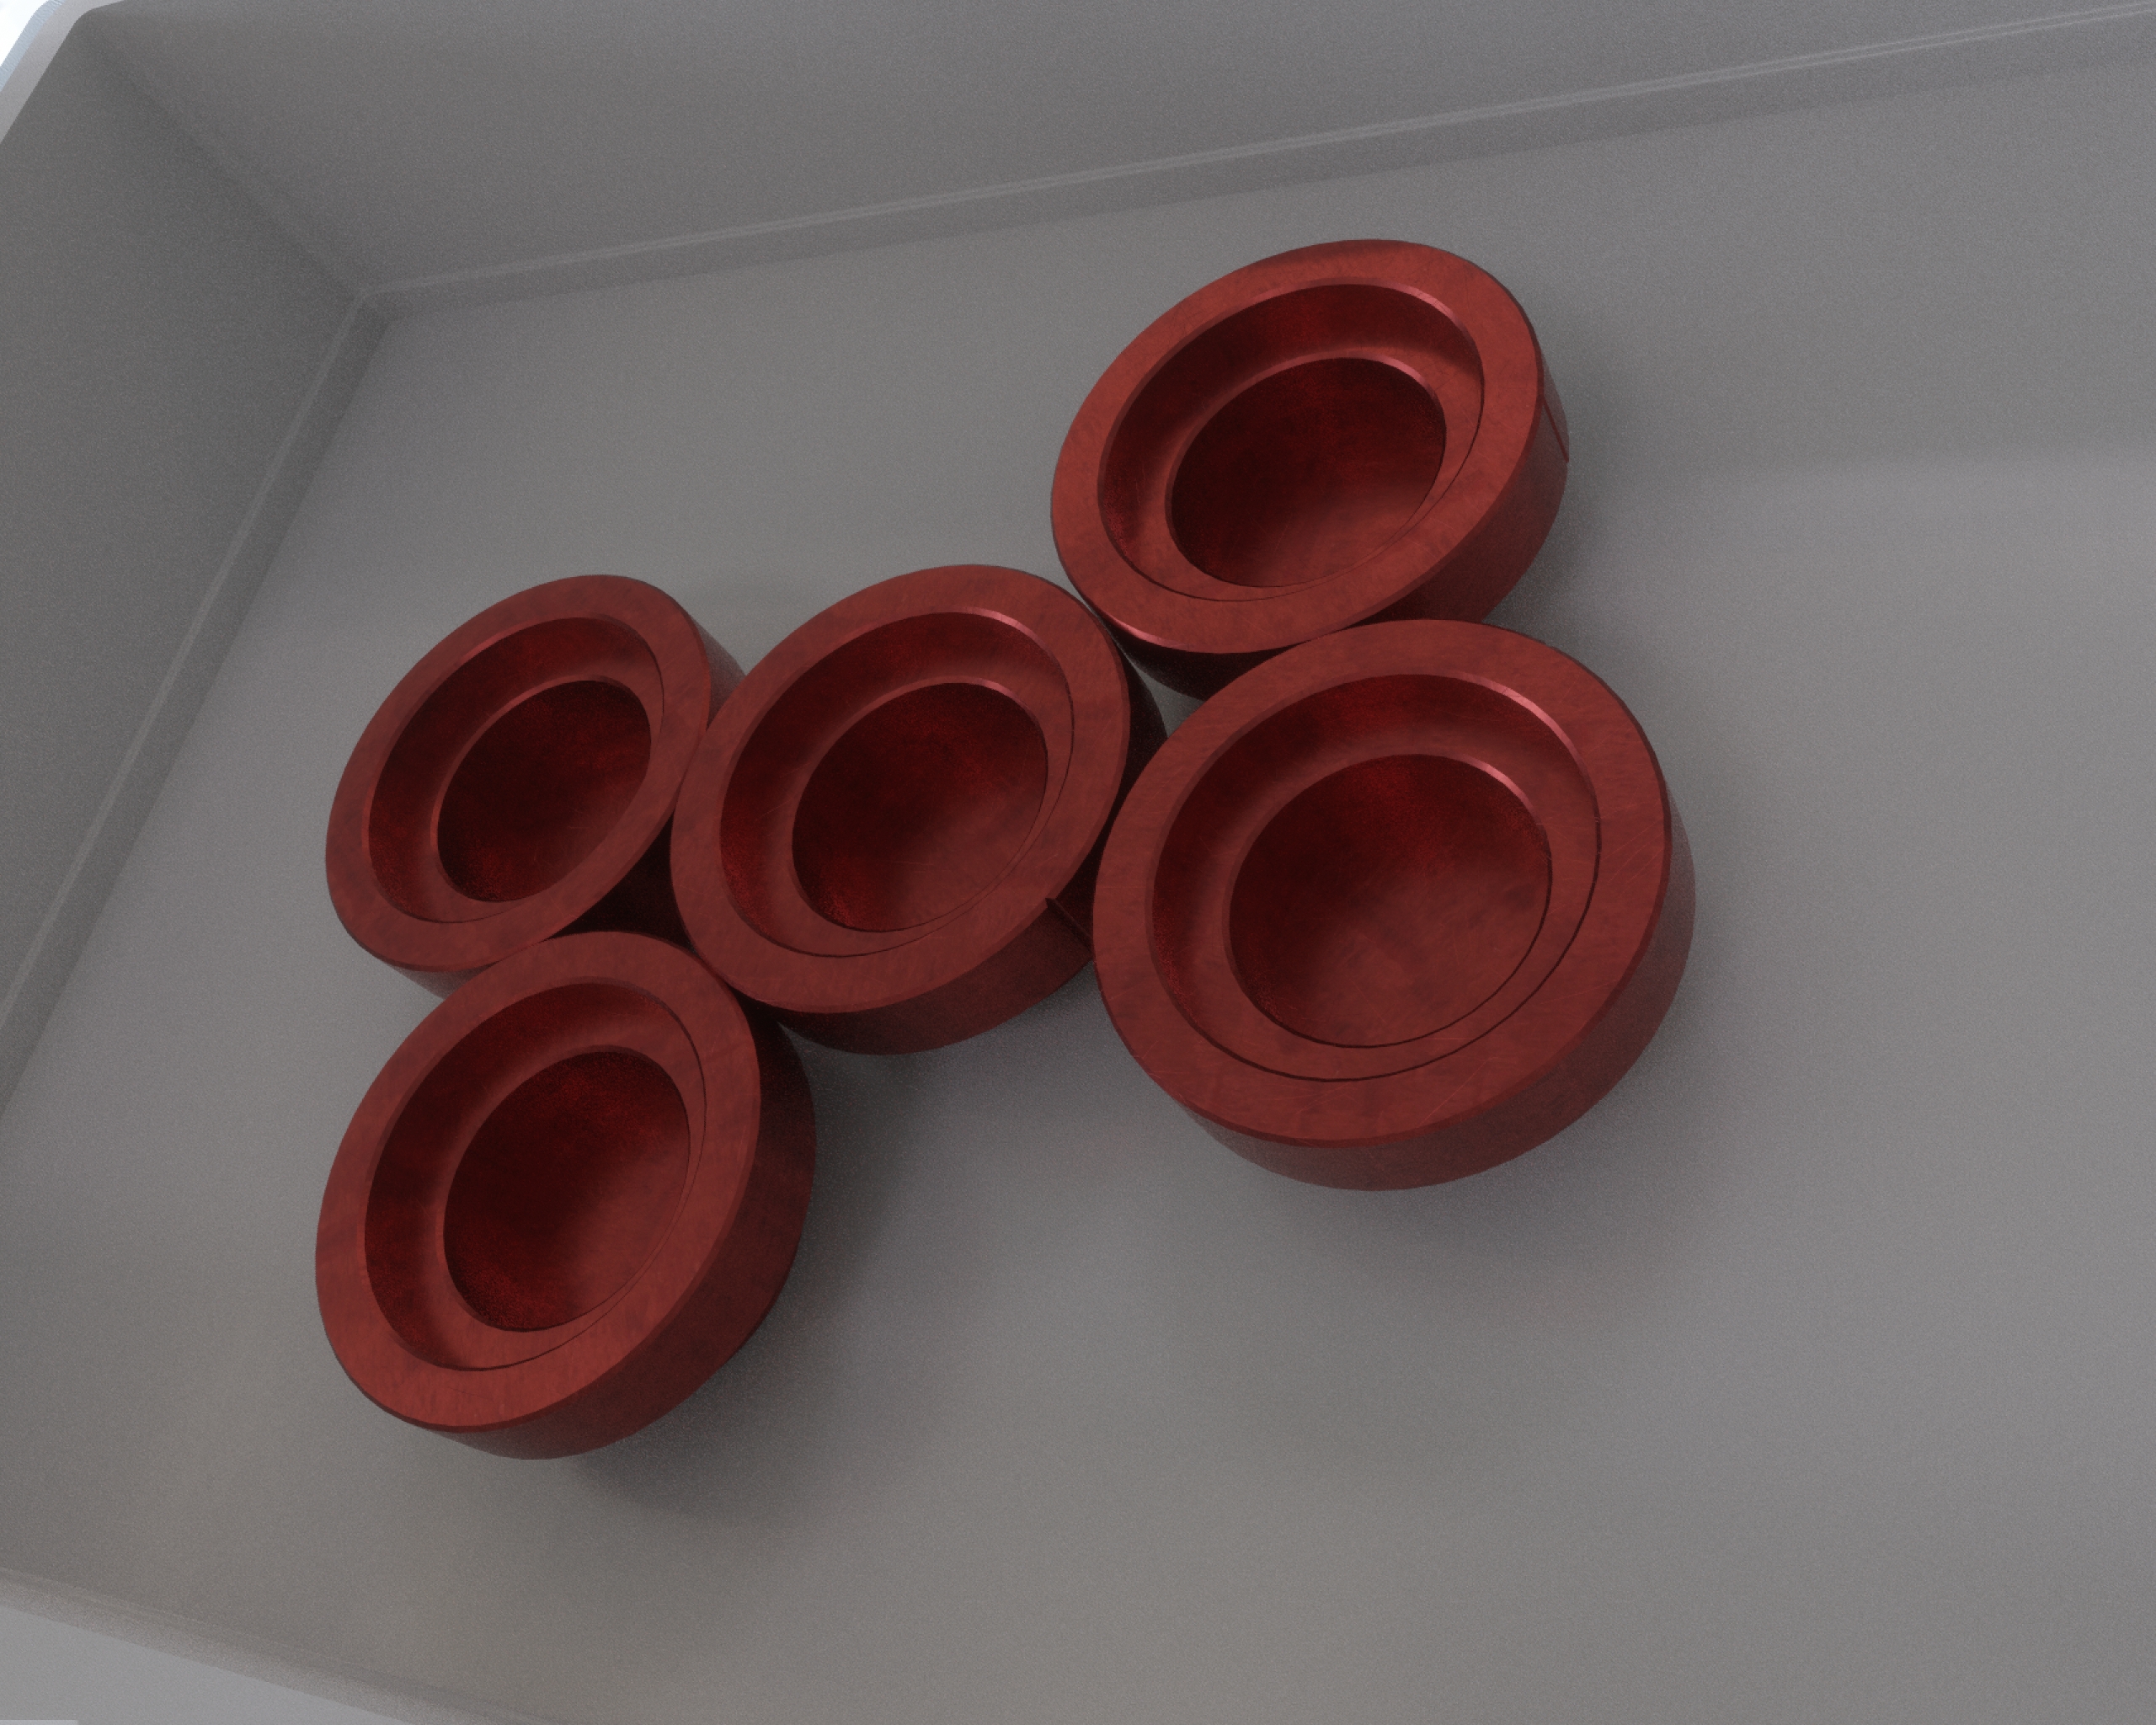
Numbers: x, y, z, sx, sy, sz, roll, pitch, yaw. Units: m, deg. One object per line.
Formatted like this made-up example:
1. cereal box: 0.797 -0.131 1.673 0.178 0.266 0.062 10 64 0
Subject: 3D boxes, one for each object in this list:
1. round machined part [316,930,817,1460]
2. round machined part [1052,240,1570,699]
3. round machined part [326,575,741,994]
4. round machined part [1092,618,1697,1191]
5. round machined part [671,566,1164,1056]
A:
1. round machined part: -0.092 0.065 0.399 0.098 0.042 0.098 -13 56 21
2. round machined part: 0.048 -0.071 0.410 0.098 0.042 0.098 -13 56 21
3. round machined part: -0.111 -0.011 0.458 0.098 0.042 0.098 -13 56 21
4. round machined part: 0.056 0.010 0.356 0.098 0.042 0.098 -13 56 21
5. round machined part: -0.027 -0.007 0.409 0.098 0.042 0.098 -13 56 21
